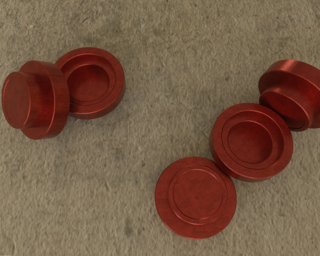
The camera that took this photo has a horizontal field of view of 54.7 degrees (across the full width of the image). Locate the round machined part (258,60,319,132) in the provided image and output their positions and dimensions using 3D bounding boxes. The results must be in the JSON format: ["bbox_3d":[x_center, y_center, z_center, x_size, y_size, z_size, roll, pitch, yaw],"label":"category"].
[{"bbox_3d":[0.164,-0.033,0.383,0.098,0.098,0.042,40,75,13],"label":"round machined part"}]

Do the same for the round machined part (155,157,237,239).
[{"bbox_3d":[0.043,0.081,0.370,0.099,0.042,0.098,0,70,0],"label":"round machined part"}]

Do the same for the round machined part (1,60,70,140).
[{"bbox_3d":[-0.158,-0.034,0.380,0.098,0.042,0.097,4,96,38],"label":"round machined part"}]

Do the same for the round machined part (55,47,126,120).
[{"bbox_3d":[-0.095,-0.056,0.419,0.099,0.042,0.098,0,70,-1],"label":"round machined part"}]

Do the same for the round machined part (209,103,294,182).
[{"bbox_3d":[0.111,0.021,0.391,0.099,0.042,0.098,1,67,-3],"label":"round machined part"}]
